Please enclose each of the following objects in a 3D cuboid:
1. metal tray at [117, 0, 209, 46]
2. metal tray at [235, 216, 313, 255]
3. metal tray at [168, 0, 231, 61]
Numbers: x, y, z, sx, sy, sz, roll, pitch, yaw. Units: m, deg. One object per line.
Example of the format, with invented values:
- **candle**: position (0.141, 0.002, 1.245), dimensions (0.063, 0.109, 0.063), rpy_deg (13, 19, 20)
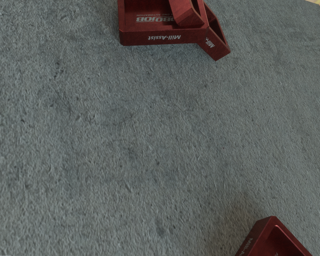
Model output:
- **metal tray**: position (0.002, -0.172, 0.476), dimensions (0.131, 0.030, 0.090), rpy_deg (-4, 61, -5)
- **metal tray**: position (0.127, 0.179, 0.359), dimensions (0.090, 0.030, 0.131), rpy_deg (48, 51, 5)
- **metal tray**: position (0.063, -0.176, 0.501), dimensions (0.131, 0.030, 0.090), rpy_deg (26, 44, -49)
